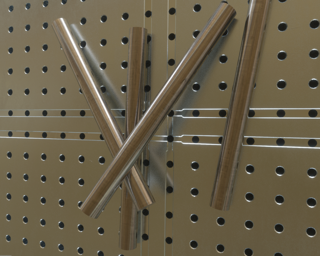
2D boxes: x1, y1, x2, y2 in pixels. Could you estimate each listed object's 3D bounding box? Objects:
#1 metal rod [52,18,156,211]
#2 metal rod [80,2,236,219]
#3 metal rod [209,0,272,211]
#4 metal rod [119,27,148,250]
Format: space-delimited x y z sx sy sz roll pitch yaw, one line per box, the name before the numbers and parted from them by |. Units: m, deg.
metal rod | -0.084 -0.030 0.424 0.025 0.025 0.299 -33 73 17
metal rod | 0.000 -0.023 0.376 0.025 0.025 0.300 33 87 17
metal rod | 0.101 -0.048 0.377 0.025 0.025 0.298 12 94 19
metal rod | -0.037 0.015 0.426 0.025 0.025 0.298 3 91 20
